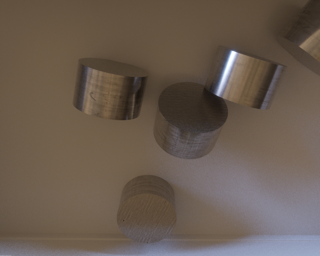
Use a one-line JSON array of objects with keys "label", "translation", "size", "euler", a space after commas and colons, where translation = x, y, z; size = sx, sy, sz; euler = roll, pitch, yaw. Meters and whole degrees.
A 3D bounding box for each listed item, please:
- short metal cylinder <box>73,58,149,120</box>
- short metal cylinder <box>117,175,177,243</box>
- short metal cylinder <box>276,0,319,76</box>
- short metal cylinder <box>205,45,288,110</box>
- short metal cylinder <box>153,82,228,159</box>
[{"label": "short metal cylinder", "translation": [-0.058, -0.047, 0.364], "size": [0.080, 0.080, 0.050], "euler": [12, 110, -5]}, {"label": "short metal cylinder", "translation": [-0.018, 0.114, 0.440], "size": [0.081, 0.050, 0.079], "euler": [0, 110, 0]}, {"label": "short metal cylinder", "translation": [0.180, -0.098, 0.347], "size": [0.080, 0.080, 0.050], "euler": [36, 106, -12]}, {"label": "short metal cylinder", "translation": [0.098, -0.060, 0.361], "size": [0.080, 0.080, 0.050], "euler": [15, 110, -6]}, {"label": "short metal cylinder", "translation": [0.035, -0.010, 0.371], "size": [0.081, 0.080, 0.050], "euler": [8, 139, -3]}]
